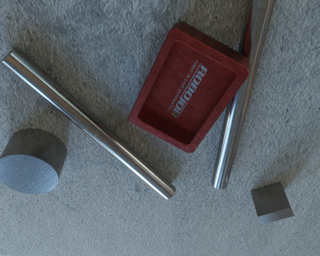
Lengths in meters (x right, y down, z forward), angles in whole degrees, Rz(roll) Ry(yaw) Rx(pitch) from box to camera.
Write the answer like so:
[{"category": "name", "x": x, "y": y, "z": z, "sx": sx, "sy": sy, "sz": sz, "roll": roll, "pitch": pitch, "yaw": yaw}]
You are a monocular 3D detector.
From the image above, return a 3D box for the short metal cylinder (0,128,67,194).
[{"category": "short metal cylinder", "x": -0.176, "y": 0.047, "z": 0.429, "sx": 0.081, "sy": 0.050, "sz": 0.079, "roll": 0, "pitch": 130, "yaw": 0}]

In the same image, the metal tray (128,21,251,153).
[{"category": "metal tray", "x": 0.029, "y": -0.040, "z": 0.352, "sx": 0.090, "sy": 0.030, "sz": 0.129, "roll": 29, "pitch": 126, "yaw": -1}]

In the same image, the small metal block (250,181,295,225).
[{"category": "small metal block", "x": 0.178, "y": 0.120, "z": 0.494, "sx": 0.050, "sy": 0.050, "sz": 0.025, "roll": -22, "pitch": 127, "yaw": 18}]

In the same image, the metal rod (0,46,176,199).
[{"category": "metal rod", "x": -0.075, "y": 0.011, "z": 0.415, "sx": 0.025, "sy": 0.025, "sz": 0.300, "roll": -30, "pitch": 125, "yaw": 23}]

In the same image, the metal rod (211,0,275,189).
[{"category": "metal rod", "x": 0.096, "y": -0.028, "z": 0.383, "sx": 0.025, "sy": 0.025, "sz": 0.298, "roll": 1, "pitch": 130, "yaw": -1}]
